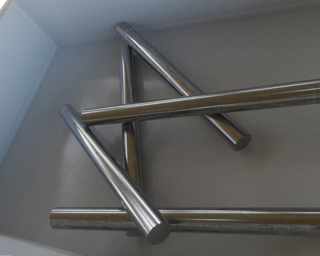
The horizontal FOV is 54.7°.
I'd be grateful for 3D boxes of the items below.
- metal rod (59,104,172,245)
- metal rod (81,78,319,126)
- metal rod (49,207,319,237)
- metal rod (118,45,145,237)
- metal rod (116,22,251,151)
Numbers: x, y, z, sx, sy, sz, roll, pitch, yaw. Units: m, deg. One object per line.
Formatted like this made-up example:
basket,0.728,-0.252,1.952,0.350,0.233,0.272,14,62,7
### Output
metal rod,-0.076,0.033,0.390,0.025,0.025,0.300,-46,40,-4
metal rod,0.032,-0.026,0.369,0.300,0.025,0.025,-5,60,26
metal rod,0.024,0.093,0.312,0.301,0.025,0.025,-4,60,17
metal rod,-0.041,-0.005,0.430,0.025,0.025,0.299,-19,54,17
metal rod,0.015,-0.075,0.436,0.025,0.025,0.300,-41,53,1
